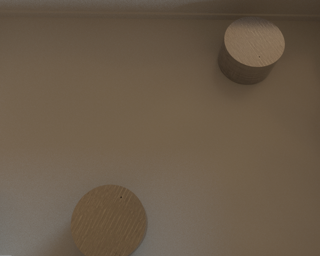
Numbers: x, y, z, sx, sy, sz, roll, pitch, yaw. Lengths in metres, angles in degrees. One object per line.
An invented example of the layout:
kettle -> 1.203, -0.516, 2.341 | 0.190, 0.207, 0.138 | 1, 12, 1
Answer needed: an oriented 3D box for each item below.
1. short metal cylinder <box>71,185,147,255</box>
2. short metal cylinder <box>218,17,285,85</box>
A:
short metal cylinder -> -0.055, 0.109, 0.356 | 0.081, 0.050, 0.080 | 0, 70, 0
short metal cylinder -> 0.126, -0.108, 0.436 | 0.081, 0.050, 0.080 | 0, 70, 0
